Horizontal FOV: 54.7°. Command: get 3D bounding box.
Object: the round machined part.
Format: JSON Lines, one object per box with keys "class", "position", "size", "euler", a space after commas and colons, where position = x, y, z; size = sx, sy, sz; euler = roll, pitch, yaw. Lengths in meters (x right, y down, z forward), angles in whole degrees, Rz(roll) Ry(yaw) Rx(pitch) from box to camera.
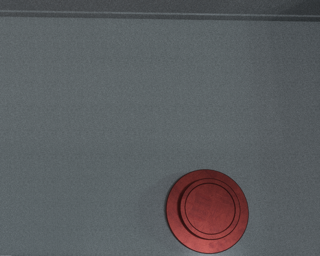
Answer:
{"class": "round machined part", "position": [0.056, 0.097, 0.366], "size": [0.099, 0.042, 0.098], "euler": [0, 70, -1]}
